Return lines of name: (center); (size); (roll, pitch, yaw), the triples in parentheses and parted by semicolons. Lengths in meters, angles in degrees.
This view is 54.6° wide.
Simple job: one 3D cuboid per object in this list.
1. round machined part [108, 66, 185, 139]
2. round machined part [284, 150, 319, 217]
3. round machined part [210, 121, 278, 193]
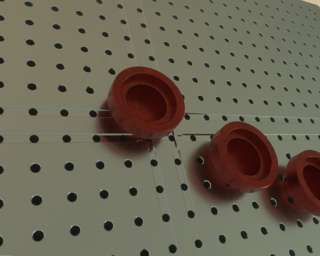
round machined part: (-0.020, -0.028, 0.403); (0.099, 0.042, 0.098); (13, 56, -21)
round machined part: (0.229, 0.086, 0.467); (0.099, 0.042, 0.098); (13, 56, -21)
round machined part: (0.110, 0.043, 0.430); (0.099, 0.042, 0.098); (13, 56, -21)
